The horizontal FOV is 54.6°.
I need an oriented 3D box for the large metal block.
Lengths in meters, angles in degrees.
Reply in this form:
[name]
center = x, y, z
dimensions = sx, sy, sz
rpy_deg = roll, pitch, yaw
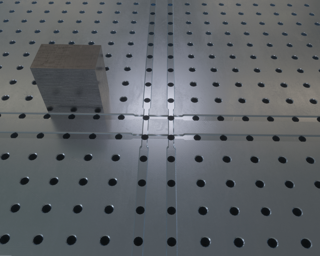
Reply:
[large metal block]
center = -0.119, -0.067, 0.428
dimensions = 0.080, 0.080, 0.050
rpy_deg = 1, 50, 1
